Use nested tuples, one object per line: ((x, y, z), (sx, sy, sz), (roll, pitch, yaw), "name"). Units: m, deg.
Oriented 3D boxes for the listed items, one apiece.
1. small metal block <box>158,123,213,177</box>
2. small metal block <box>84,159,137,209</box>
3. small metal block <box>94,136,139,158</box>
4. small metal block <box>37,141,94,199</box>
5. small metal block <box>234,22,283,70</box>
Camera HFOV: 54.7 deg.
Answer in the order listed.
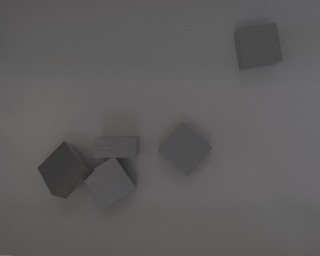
((0.033, 0.028, 0.411), (0.050, 0.025, 0.050), (41, 90, 0), "small metal block")
((-0.066, 0.070, 0.411), (0.050, 0.025, 0.050), (-34, 90, 0), "small metal block")
((-0.054, 0.023, 0.398), (0.050, 0.050, 0.025), (0, 90, 0), "small metal block")
((-0.122, 0.054, 0.398), (0.050, 0.025, 0.050), (-45, 55, 0), "small metal block")
((0.130, -0.108, 0.412), (0.050, 0.025, 0.050), (-10, 90, 0), "small metal block")
